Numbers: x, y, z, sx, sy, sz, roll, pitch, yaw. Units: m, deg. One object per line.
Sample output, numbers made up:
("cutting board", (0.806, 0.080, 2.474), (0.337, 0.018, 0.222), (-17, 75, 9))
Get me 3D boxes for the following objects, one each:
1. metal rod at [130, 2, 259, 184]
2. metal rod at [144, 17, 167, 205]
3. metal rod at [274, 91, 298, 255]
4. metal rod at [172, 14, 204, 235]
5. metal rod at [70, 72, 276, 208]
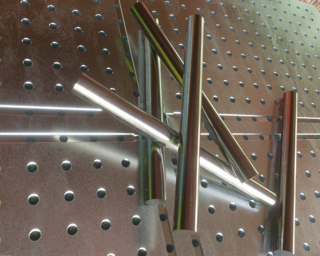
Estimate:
("metal rod", (0.039, -0.060, 0.427), (0.025, 0.025, 0.299), (-18, 68, -35))
("metal rod", (-0.009, -0.044, 0.431), (0.025, 0.025, 0.299), (12, 57, -22))
("metal rod", (0.202, 0.050, 0.488), (0.025, 0.025, 0.300), (29, 52, -10))
("metal rod", (0.038, -0.027, 0.379), (0.025, 0.025, 0.299), (17, 59, -19))
("metal rod", (0.031, 0.025, 0.383), (0.301, 0.025, 0.025), (32, 51, -19))
